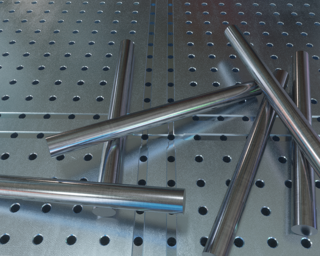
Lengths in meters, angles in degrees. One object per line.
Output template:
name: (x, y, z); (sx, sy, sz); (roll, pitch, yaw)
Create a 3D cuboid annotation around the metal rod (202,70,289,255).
metal rod: (0.119, 0.024, 0.388); (0.025, 0.025, 0.301); (21, 53, 16)

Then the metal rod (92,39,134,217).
metal rod: (-0.058, -0.025, 0.428); (0.025, 0.025, 0.300); (1, 50, 0)

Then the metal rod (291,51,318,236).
metal rod: (0.189, -0.005, 0.412); (0.025, 0.025, 0.300); (12, 51, 10)

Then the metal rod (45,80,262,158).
metal rod: (0.010, -0.019, 0.401); (0.302, 0.025, 0.025); (-17, 52, -23)

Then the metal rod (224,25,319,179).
metal rod: (0.152, -0.049, 0.416); (0.025, 0.025, 0.300); (-10, 50, -8)

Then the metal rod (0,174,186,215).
metal rod: (-0.124, 0.065, 0.328); (0.301, 0.025, 0.025); (2, 50, 11)
